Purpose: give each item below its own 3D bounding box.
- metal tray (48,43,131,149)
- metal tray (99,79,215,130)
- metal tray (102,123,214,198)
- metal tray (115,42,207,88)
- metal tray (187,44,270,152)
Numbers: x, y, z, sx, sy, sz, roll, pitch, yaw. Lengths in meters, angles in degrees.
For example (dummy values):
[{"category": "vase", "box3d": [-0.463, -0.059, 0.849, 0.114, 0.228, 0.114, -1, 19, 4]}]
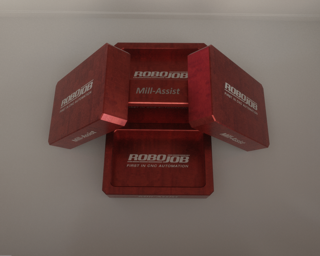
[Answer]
[{"category": "metal tray", "box3d": [-0.087, -0.032, 0.370, 0.030, 0.130, 0.090, 18, 64, -39]}, {"category": "metal tray", "box3d": [-0.003, -0.026, 0.383, 0.131, 0.090, 0.030, 1, 70, -1]}, {"category": "metal tray", "box3d": [-0.002, 0.041, 0.388, 0.131, 0.030, 0.090, 1, 70, -1]}, {"category": "metal tray", "box3d": [0.002, -0.073, 0.431, 0.131, 0.030, 0.090, 0, 70, -1]}, {"category": "metal tray", "box3d": [0.085, -0.030, 0.370, 0.030, 0.131, 0.090, -17, 64, 40]}]
